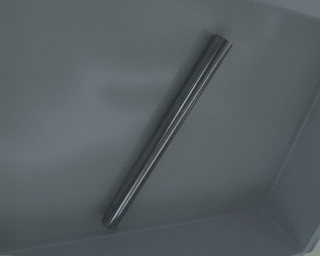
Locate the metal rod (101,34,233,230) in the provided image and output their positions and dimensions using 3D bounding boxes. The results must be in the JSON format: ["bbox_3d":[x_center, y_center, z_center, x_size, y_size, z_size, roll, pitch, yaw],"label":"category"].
[{"bbox_3d":[0.002,0.015,0.415,0.025,0.025,0.299,22,107,-36],"label":"metal rod"}]
